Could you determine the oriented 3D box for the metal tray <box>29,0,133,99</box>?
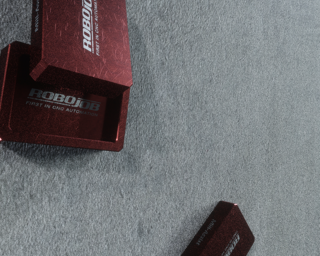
[{"bbox_3d":[-0.077,-0.101,0.309,0.091,0.030,0.130,11,64,-39],"label":"metal tray"}]

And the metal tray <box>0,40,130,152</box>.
[{"bbox_3d":[-0.096,-0.026,0.320,0.131,0.030,0.090,10,84,-40],"label":"metal tray"}]

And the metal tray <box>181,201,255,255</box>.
[{"bbox_3d":[0.090,0.190,0.477,0.131,0.030,0.090,-45,117,-31],"label":"metal tray"}]
